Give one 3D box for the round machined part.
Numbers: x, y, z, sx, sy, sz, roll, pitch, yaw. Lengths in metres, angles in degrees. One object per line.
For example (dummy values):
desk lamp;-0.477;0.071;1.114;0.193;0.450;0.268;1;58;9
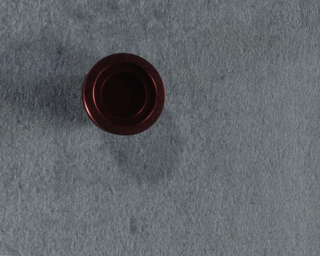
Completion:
round machined part;-0.047;-0.040;0.383;0.099;0.042;0.097;0;90;-21
